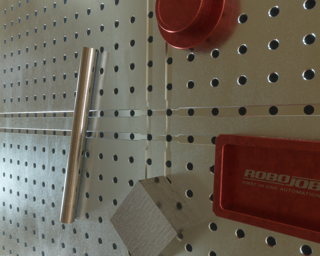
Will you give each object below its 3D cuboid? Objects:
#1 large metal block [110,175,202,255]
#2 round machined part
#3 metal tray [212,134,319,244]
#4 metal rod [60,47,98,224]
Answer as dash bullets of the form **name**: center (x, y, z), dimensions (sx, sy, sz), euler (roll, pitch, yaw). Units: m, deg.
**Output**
- **large metal block**: center (-0.008, 0.121, 0.400), dimensions (0.080, 0.050, 0.080), euler (49, 119, 28)
- **round machined part**: center (0.033, -0.145, 0.371), dimensions (0.098, 0.042, 0.097), euler (0, 90, 40)
- **metal tray**: center (0.118, 0.054, 0.308), dimensions (0.130, 0.030, 0.089), euler (4, 93, 40)
- **metal rod**: center (-0.138, 0.016, 0.523), dimensions (0.025, 0.025, 0.298), euler (16, 100, 39)
